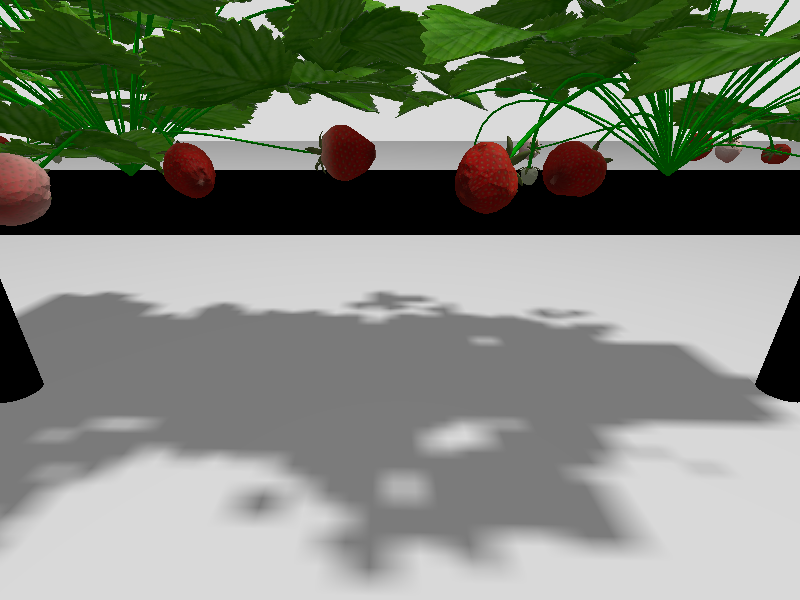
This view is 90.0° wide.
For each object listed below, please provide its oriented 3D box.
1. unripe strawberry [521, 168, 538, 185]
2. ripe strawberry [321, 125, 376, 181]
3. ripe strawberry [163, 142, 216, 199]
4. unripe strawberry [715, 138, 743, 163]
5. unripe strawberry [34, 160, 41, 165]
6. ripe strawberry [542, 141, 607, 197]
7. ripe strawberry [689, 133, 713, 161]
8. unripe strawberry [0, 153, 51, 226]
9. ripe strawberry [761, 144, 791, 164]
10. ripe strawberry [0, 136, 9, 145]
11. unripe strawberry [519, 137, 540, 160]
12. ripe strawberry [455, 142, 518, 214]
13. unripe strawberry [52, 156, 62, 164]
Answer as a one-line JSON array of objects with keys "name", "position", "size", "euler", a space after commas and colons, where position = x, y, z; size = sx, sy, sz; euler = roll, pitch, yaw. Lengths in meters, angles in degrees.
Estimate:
[{"name": "unripe strawberry", "position": [0.074, -0.071, 0.229], "size": [0.010, 0.010, 0.009], "euler": [-16, 28, -33]}, {"name": "ripe strawberry", "position": [-0.039, -0.115, 0.314], "size": [0.042, 0.041, 0.039], "euler": [3, 23, 5]}, {"name": "ripe strawberry", "position": [-0.111, -0.068, 0.213], "size": [0.025, 0.028, 0.027], "euler": [-19, 46, -38]}, {"name": "unripe strawberry", "position": [0.396, -0.179, 0.483], "size": [0.026, 0.027, 0.028], "euler": [22, -22, 42]}, {"name": "unripe strawberry", "position": [-0.339, -0.125, 0.371], "size": [0.010, 0.010, 0.011], "euler": [8, 24, 18]}, {"name": "ripe strawberry", "position": [0.093, -0.070, 0.217], "size": [0.033, 0.028, 0.033], "euler": [-33, 38, -31]}, {"name": "ripe strawberry", "position": [0.358, -0.184, 0.480], "size": [0.029, 0.032, 0.031], "euler": [18, 26, 36]}, {"name": "unripe strawberry", "position": [-0.151, -0.041, 0.151], "size": [0.031, 0.028, 0.028], "euler": [-8, 25, -19]}, {"name": "ripe strawberry", "position": [0.408, -0.158, 0.434], "size": [0.024, 0.021, 0.024], "euler": [0, 20, -33]}, {"name": "ripe strawberry", "position": [-0.400, -0.145, 0.393], "size": [0.034, 0.033, 0.032], "euler": [8, 24, 20]}, {"name": "unripe strawberry", "position": [0.169, -0.200, 0.530], "size": [0.027, 0.028, 0.029], "euler": [-6, 23, -13]}, {"name": "ripe strawberry", "position": [0.036, -0.052, 0.174], "size": [0.029, 0.030, 0.026], "euler": [-38, 40, -27]}, {"name": "unripe strawberry", "position": [-0.361, -0.149, 0.421], "size": [0.011, 0.011, 0.011], "euler": [15, 28, 32]}]
